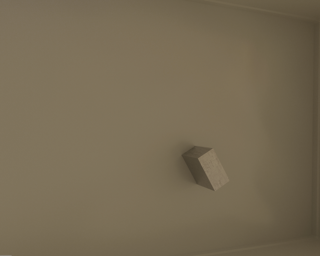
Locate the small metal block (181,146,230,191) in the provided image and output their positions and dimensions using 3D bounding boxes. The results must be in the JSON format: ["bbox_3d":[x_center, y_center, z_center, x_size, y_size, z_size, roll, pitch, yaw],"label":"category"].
[{"bbox_3d":[0.061,0.054,0.421,0.025,0.050,0.050,-31,101,-17],"label":"small metal block"}]
